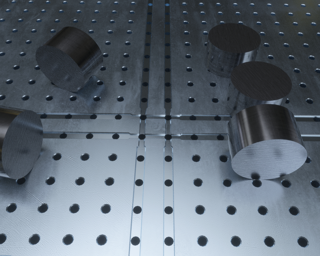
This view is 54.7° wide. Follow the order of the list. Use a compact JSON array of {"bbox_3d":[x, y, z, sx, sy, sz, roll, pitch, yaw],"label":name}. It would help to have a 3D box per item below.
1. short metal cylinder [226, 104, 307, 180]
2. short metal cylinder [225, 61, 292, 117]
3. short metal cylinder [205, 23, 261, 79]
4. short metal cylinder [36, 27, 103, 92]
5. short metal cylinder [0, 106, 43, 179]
[{"bbox_3d":[0.121,0.018,0.359,0.081,0.080,0.050,1,50,0],"label":"short metal cylinder"},{"bbox_3d":[0.135,-0.049,0.434,0.081,0.050,0.080,0,50,0],"label":"short metal cylinder"},{"bbox_3d":[0.115,-0.124,0.497,0.081,0.050,0.080,0,50,0],"label":"short metal cylinder"},{"bbox_3d":[-0.131,-0.100,0.454,0.080,0.080,0.050,19,53,15],"label":"short metal cylinder"},{"bbox_3d":[-0.179,0.015,0.357,0.050,0.080,0.080,9,51,7],"label":"short metal cylinder"}]
